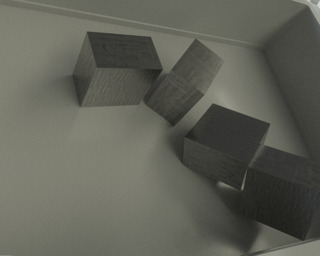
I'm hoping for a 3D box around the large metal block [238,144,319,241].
[{"bbox_3d":[0.148,0.076,0.375,0.080,0.079,0.050,19,39,25],"label":"large metal block"}]

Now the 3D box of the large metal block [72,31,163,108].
[{"bbox_3d":[-0.055,-0.069,0.383,0.081,0.080,0.050,-5,65,-31],"label":"large metal block"}]

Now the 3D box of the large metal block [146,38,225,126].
[{"bbox_3d":[0.034,-0.062,0.426,0.050,0.080,0.080,37,51,-4],"label":"large metal block"}]

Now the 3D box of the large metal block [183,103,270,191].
[{"bbox_3d":[0.085,0.021,0.401,0.080,0.050,0.080,23,47,23],"label":"large metal block"}]
